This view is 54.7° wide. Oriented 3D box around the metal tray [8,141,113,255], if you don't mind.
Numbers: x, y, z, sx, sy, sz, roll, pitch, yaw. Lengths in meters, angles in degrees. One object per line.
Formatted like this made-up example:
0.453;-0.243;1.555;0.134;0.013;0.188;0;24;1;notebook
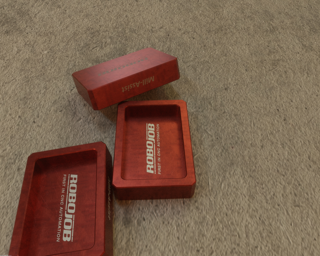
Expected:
-0.097;0.080;0.323;0.091;0.030;0.130;-10;50;2;metal tray

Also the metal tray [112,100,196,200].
-0.008;0.022;0.381;0.091;0.030;0.130;-1;50;-2;metal tray

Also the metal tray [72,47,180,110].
-0.049;-0.075;0.442;0.131;0.030;0.090;-24;32;-19;metal tray
